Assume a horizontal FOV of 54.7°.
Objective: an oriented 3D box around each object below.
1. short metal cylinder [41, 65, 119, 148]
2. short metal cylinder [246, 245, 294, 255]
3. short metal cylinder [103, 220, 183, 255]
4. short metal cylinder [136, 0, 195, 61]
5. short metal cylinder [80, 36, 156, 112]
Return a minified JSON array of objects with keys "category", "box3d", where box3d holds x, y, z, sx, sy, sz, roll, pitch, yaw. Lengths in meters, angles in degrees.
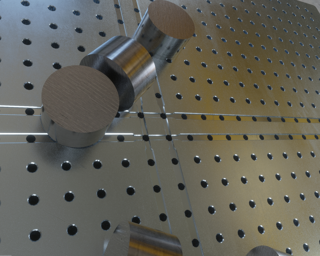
[{"category":"short metal cylinder","box3d":[-0.091,-0.023,0.350,0.081,0.050,0.080,8,66,-19]},{"category":"short metal cylinder","box3d":[0.128,0.176,0.336,0.050,0.080,0.080,24,53,-14]},{"category":"short metal cylinder","box3d":[-0.021,0.131,0.283,0.050,0.080,0.080,23,53,-15]},{"category":"short metal cylinder","box3d":[0.008,-0.155,0.493,0.081,0.050,0.080,14,56,-21]},{"category":"short metal cylinder","box3d":[-0.052,-0.067,0.387,0.080,0.080,0.050,40,51,-2]}]
